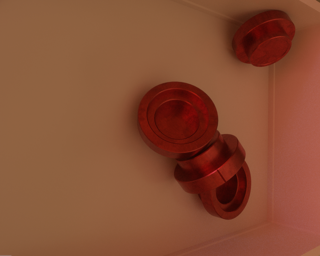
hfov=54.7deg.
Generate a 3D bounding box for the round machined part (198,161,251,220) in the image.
[{"bbox_3d":[0.095,0.088,0.478,0.099,0.042,0.097,0,90,-40],"label":"round machined part"}]

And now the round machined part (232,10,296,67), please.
[{"bbox_3d":[0.171,-0.137,0.501,0.099,0.098,0.042,12,51,-40],"label":"round machined part"}]

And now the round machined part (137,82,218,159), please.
[{"bbox_3d":[0.021,-0.007,0.393,0.099,0.042,0.098,3,64,-5],"label":"round machined part"}]

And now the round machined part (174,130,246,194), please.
[{"bbox_3d":[0.059,0.038,0.412,0.098,0.098,0.042,-45,109,-31],"label":"round machined part"}]
